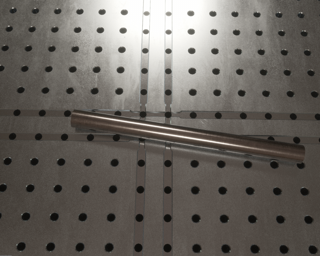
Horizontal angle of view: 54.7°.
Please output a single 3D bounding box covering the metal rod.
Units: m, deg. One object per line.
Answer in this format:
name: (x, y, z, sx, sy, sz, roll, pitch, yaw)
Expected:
metal rod: (0.034, 0.011, 0.408, 0.302, 0.025, 0.025, 9, 70, 3)
